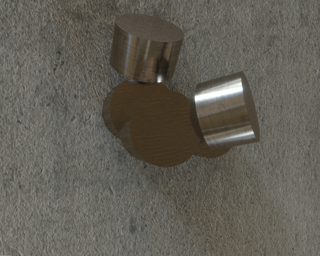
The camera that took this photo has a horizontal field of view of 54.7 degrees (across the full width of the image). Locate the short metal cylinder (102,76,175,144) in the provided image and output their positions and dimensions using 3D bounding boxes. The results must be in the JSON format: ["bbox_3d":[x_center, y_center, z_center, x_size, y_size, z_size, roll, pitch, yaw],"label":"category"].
[{"bbox_3d":[-0.028,-0.021,0.387,0.081,0.050,0.079,0,90,-21],"label":"short metal cylinder"}]

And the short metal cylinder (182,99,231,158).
[{"bbox_3d":[0.057,-0.001,0.419,0.081,0.050,0.079,0,90,-21],"label":"short metal cylinder"}]

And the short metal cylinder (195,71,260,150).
[{"bbox_3d":[0.078,-0.019,0.350,0.050,0.080,0.080,-13,97,23],"label":"short metal cylinder"}]

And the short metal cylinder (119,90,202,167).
[{"bbox_3d":[-0.001,0.001,0.344,0.081,0.050,0.079,0,90,-21],"label":"short metal cylinder"}]

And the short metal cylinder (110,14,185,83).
[{"bbox_3d":[-0.016,-0.096,0.369,0.081,0.080,0.050,0,129,-20],"label":"short metal cylinder"}]
